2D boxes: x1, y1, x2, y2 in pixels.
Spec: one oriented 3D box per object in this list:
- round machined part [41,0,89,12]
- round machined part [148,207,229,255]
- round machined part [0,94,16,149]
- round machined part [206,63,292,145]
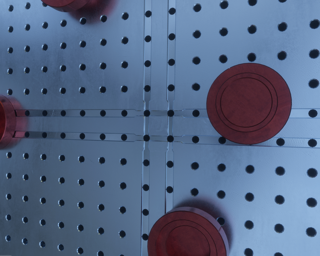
[{"bbox_3d":[-0.131,-0.217,0.450,0.098,0.042,0.097,0,90,20],"label":"round machined part"},{"bbox_3d":[0.037,0.148,0.391,0.098,0.042,0.097,0,90,20],"label":"round machined part"},{"bbox_3d":[-0.290,-0.011,0.507,0.098,0.042,0.097,0,90,20],"label":"round machined part"},{"bbox_3d":[0.103,-0.029,0.367,0.098,0.042,0.097,0,90,20],"label":"round machined part"}]
